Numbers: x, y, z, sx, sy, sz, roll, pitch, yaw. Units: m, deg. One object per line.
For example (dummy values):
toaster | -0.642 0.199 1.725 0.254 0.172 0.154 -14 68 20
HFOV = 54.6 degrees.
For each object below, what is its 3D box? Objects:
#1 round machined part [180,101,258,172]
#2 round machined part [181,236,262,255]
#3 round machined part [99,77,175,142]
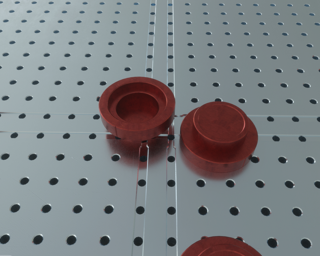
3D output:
round machined part | 0.075 0.004 0.394 0.099 0.042 0.098 0 50 0
round machined part | 0.059 0.144 0.276 0.099 0.042 0.098 0 50 0
round machined part | -0.029 -0.021 0.414 0.099 0.042 0.098 0 50 0
